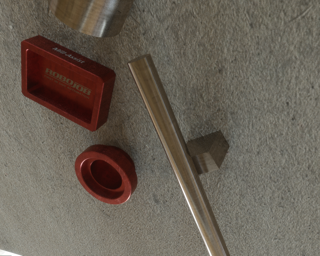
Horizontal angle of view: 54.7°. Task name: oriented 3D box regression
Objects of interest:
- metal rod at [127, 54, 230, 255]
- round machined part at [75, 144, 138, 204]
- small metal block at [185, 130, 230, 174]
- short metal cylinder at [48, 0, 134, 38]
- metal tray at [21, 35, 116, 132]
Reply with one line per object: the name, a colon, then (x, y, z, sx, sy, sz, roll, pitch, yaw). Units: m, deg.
metal rod: (0.033, 0.060, 0.360, 0.025, 0.025, 0.299, -10, 114, 32)
round machined part: (-0.078, 0.066, 0.476, 0.098, 0.042, 0.097, 13, 124, 20)
small metal block: (0.052, 0.032, 0.382, 0.050, 0.050, 0.025, -22, 107, 36)
short metal cylinder: (-0.068, -0.139, 0.320, 0.080, 0.080, 0.050, 37, 129, 3)
metal tray: (-0.131, -0.061, 0.432, 0.130, 0.030, 0.089, 27, 128, 11)
